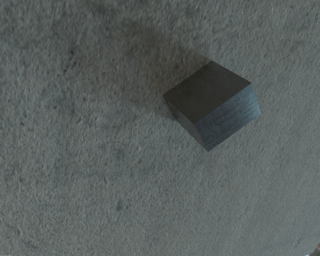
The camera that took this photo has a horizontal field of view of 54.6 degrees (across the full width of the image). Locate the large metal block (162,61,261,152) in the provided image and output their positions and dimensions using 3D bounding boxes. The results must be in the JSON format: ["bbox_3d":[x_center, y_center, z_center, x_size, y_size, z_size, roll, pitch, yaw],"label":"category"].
[{"bbox_3d":[0.063,-0.030,0.386,0.080,0.080,0.050,-35,129,-5],"label":"large metal block"}]
